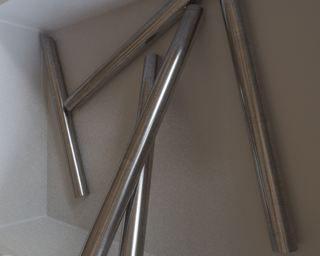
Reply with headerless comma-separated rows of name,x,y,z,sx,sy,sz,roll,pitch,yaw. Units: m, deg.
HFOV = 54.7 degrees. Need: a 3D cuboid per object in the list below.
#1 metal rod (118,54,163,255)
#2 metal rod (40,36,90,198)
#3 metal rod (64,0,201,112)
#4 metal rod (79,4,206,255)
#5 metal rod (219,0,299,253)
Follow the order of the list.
metal rod,-0.021,0.042,0.350,0.025,0.025,0.299,-18,55,38
metal rod,-0.171,-0.026,0.548,0.025,0.025,0.299,-27,73,37
metal rod,-0.051,-0.105,0.448,0.299,0.025,0.025,-33,70,35
metal rod,-0.011,-0.006,0.335,0.025,0.025,0.299,10,71,39
metal rod,0.098,-0.027,0.325,0.025,0.025,0.298,-16,80,39
